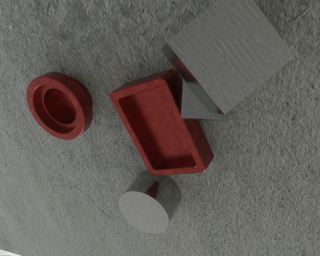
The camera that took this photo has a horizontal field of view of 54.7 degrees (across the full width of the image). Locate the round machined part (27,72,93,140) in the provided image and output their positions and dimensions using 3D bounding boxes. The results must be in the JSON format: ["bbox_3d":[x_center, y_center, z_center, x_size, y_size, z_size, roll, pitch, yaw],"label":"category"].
[{"bbox_3d":[-0.137,-0.035,0.445,0.098,0.042,0.097,13,124,20],"label":"round machined part"}]

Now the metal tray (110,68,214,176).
[{"bbox_3d":[0.003,-0.001,0.394,0.090,0.030,0.129,-11,113,38],"label":"metal tray"}]

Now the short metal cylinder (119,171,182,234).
[{"bbox_3d":[-0.014,0.111,0.465,0.080,0.050,0.079,13,124,20],"label":"short metal cylinder"}]

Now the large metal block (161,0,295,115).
[{"bbox_3d":[0.060,-0.070,0.290,0.080,0.050,0.080,-40,98,0],"label":"large metal block"}]

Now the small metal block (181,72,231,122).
[{"bbox_3d":[0.051,-0.034,0.338,0.050,0.025,0.050,3,87,12],"label":"small metal block"}]
